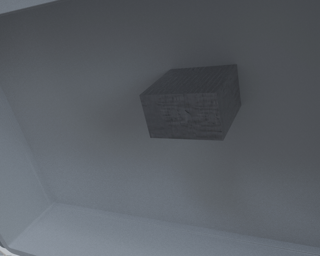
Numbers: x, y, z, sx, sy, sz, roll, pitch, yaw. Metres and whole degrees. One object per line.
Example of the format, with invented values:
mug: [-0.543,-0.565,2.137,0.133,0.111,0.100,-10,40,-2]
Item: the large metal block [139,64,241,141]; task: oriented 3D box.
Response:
large metal block: [0.037,-0.029,0.336,0.080,0.080,0.050,1,119,28]
